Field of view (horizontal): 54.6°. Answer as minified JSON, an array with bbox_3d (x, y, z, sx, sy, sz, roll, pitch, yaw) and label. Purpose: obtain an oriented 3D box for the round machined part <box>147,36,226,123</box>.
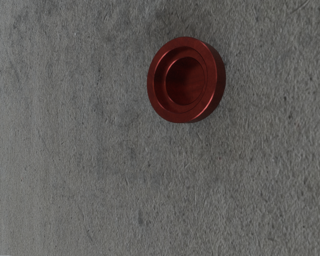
[{"bbox_3d":[0.034,-0.054,0.366,0.098,0.042,0.097,0,90,40],"label":"round machined part"}]
